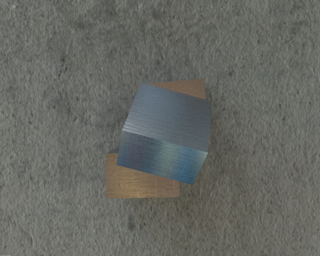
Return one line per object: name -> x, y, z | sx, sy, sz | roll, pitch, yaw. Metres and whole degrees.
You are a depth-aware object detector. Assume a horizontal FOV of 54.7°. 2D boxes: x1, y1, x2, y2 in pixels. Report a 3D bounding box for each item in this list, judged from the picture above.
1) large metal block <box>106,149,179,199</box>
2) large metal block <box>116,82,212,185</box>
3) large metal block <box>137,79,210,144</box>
large metal block -> -0.019, 0.052, 0.382 | 0.081, 0.080, 0.050 | -1, 90, -1
large metal block -> 0.007, 0.004, 0.326 | 0.080, 0.080, 0.050 | 15, 132, -1
large metal block -> 0.016, -0.017, 0.398 | 0.081, 0.050, 0.079 | -5, 90, -1
